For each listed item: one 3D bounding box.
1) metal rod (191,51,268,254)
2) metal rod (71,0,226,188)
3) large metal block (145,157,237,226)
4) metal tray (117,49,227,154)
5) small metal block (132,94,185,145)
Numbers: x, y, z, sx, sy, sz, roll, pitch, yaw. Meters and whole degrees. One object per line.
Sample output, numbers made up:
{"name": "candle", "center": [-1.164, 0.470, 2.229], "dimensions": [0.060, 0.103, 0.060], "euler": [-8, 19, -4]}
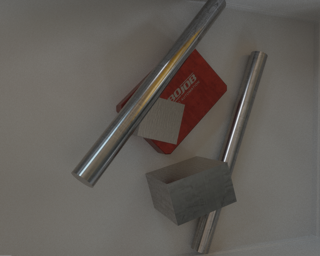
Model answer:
{"name": "metal rod", "center": [0.103, 0.030, 0.450], "dimensions": [0.025, 0.025, 0.299], "euler": [21, 83, -19]}
{"name": "metal rod", "center": [0.003, -0.062, 0.360], "dimensions": [0.025, 0.025, 0.301], "euler": [42, 63, -16]}
{"name": "large metal block", "center": [0.037, 0.075, 0.396], "dimensions": [0.081, 0.080, 0.050], "euler": [-16, 96, -20]}
{"name": "metal tray", "center": [0.018, -0.040, 0.416], "dimensions": [0.090, 0.030, 0.130], "euler": [46, 75, -15]}
{"name": "small metal block", "center": [-0.002, -0.010, 0.378], "dimensions": [0.050, 0.025, 0.050], "euler": [14, 85, -20]}
